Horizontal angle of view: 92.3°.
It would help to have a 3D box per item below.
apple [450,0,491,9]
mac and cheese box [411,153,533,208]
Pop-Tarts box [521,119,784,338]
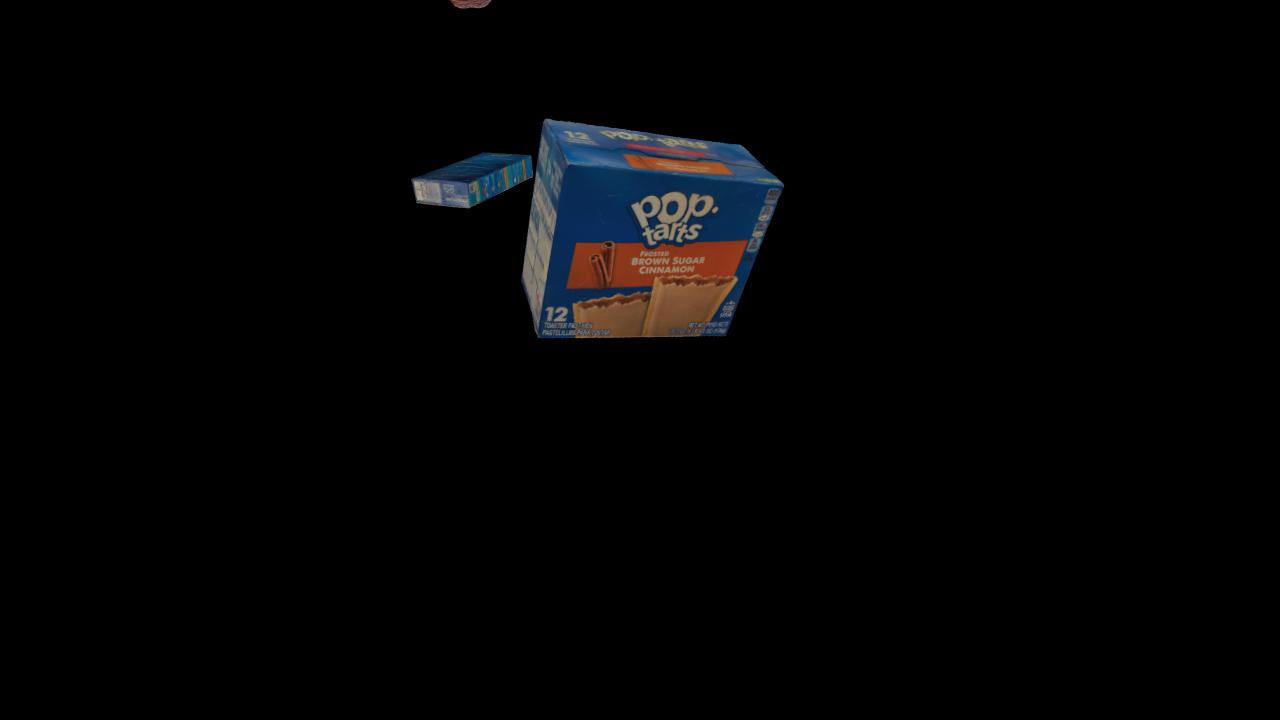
[{"bbox_3d":[-0.162,-0.375,0.568,0.079,0.079,0.093,0,-16,-6],"label":"apple"},{"bbox_3d":[-0.243,-0.271,0.914,0.093,0.041,0.184,8,31,18],"label":"mac and cheese box"},{"bbox_3d":[0.003,-0.095,0.480,0.167,0.141,0.083,-2,39,-24],"label":"Pop-Tarts box"}]
